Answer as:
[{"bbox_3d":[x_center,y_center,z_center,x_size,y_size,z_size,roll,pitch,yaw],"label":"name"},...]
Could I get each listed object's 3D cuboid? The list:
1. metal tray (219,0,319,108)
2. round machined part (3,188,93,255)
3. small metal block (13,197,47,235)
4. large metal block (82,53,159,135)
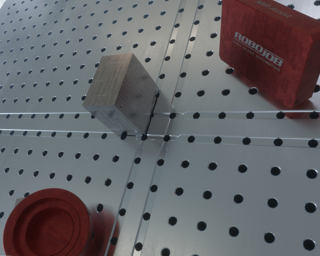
[{"bbox_3d":[0.122,-0.094,0.357,0.030,0.090,0.130,-26,49,-18],"label":"metal tray"},{"bbox_3d":[-0.130,0.126,0.373,0.099,0.042,0.098,0,63,0],"label":"round machined part"},{"bbox_3d":[-0.175,0.122,0.425,0.050,0.025,0.050,-13,56,20],"label":"small metal block"},{"bbox_3d":[-0.050,-0.044,0.426,0.050,0.080,0.080,1,62,29],"label":"large metal block"}]
